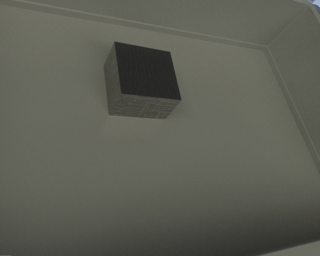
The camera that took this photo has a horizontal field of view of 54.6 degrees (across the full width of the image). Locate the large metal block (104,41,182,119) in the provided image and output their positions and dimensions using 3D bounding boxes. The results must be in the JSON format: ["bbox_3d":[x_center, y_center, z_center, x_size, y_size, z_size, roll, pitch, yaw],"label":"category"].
[{"bbox_3d":[-0.026,-0.061,0.412,0.081,0.050,0.080,4,60,-26],"label":"large metal block"}]
